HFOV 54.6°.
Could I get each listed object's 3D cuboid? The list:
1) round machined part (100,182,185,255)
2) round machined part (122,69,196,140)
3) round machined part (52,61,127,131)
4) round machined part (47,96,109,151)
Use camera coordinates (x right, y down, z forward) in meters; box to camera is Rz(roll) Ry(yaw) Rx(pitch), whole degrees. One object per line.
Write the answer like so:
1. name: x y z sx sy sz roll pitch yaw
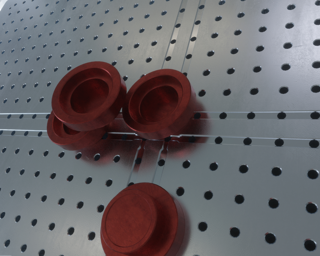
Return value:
1. round machined part: -0.026 0.107 0.346 0.098 0.042 0.098 -13 56 21
2. round machined part: 0.002 -0.027 0.414 0.098 0.042 0.098 -13 56 21
3. round machined part: -0.090 -0.038 0.415 0.098 0.042 0.098 -8 59 14
4. round machined part: -0.117 -0.010 0.466 0.098 0.042 0.098 -13 56 21
